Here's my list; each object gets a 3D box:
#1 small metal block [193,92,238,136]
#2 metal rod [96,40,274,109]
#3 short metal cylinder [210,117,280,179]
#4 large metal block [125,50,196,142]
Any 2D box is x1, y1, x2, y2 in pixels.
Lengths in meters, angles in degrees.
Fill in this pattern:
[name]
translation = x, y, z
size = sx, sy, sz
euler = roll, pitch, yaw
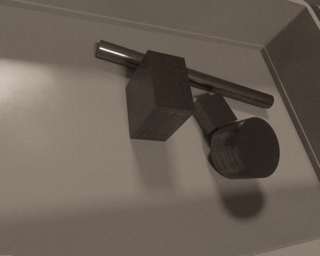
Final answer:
[small metal block]
translation = 0.080, -0.021, 0.464
size = 0.050, 0.025, 0.050
euler = -19, 72, -35
[metal rod]
translation = 0.052, -0.078, 0.482
size = 0.302, 0.025, 0.025
euler = 13, 56, -21
[short metal cylinder]
translation = 0.116, 0.029, 0.422
size = 0.081, 0.050, 0.080
euler = 8, 75, -32
[large metal block]
translation = -0.004, -0.038, 0.393
size = 0.050, 0.080, 0.080
euler = 6, 59, -26
